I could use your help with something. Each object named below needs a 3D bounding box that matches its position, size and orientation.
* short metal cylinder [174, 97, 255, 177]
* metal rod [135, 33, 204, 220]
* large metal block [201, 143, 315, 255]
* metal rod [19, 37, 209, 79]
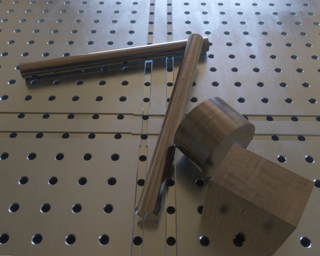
[{"bbox_3d":[0.064,0.011,0.363,0.081,0.080,0.050,-29,56,-22],"label":"short metal cylinder"},{"bbox_3d":[0.022,-0.025,0.415,0.025,0.025,0.300,11,55,9],"label":"metal rod"},{"bbox_3d":[0.093,0.073,0.311,0.080,0.080,0.050,28,55,21],"label":"large metal block"},{"bbox_3d":[-0.067,-0.115,0.503,0.302,0.025,0.025,-11,51,-9],"label":"metal rod"}]
